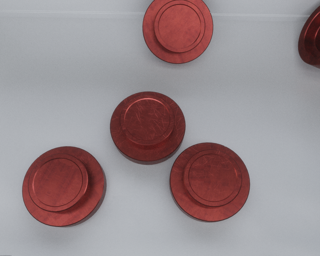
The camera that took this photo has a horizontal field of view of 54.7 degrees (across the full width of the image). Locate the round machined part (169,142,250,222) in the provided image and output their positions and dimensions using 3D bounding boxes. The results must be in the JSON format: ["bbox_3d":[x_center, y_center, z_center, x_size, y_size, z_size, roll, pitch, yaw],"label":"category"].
[{"bbox_3d":[0.061,0.064,0.378,0.099,0.042,0.098,0,70,-1],"label":"round machined part"}]

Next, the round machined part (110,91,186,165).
[{"bbox_3d":[-0.016,-0.004,0.402,0.099,0.042,0.098,0,70,-1],"label":"round machined part"}]

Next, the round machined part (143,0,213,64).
[{"bbox_3d":[0.025,-0.138,0.427,0.099,0.042,0.097,-1,103,-3],"label":"round machined part"}]

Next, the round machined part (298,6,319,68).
[{"bbox_3d":[0.244,-0.127,0.426,0.042,0.098,0.098,15,69,-21],"label":"round machined part"}]

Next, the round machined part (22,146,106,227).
[{"bbox_3d":[-0.117,0.068,0.374,0.099,0.042,0.098,0,70,-1],"label":"round machined part"}]
